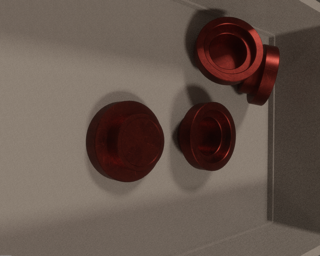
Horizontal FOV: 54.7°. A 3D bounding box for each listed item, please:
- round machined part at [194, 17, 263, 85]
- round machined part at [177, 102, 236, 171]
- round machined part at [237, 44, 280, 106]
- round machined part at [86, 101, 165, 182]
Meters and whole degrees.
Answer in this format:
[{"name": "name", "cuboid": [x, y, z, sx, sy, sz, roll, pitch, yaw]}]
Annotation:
[{"name": "round machined part", "cuboid": [0.098, -0.110, 0.460, 0.099, 0.042, 0.097, 1, 81, -6]}, {"name": "round machined part", "cuboid": [0.064, 0.012, 0.452, 0.099, 0.042, 0.097, 0, 90, -40]}, {"name": "round machined part", "cuboid": [0.156, -0.088, 0.506, 0.042, 0.098, 0.098, 12, 80, 3]}, {"name": "round machined part", "cuboid": [-0.033, 0.016, 0.369, 0.099, 0.042, 0.097, 0, 90, -40]}]
